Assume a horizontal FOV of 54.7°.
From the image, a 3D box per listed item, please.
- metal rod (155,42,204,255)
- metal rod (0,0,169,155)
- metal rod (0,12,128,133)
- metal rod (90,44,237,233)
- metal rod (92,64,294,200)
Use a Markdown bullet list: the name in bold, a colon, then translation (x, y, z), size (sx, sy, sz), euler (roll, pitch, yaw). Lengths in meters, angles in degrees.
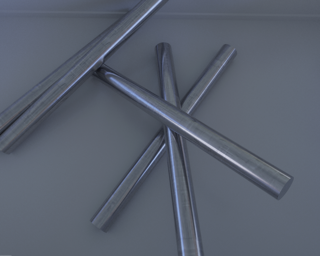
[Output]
- **metal rod**: translation (0.018, 0.009, 0.371), size (0.025, 0.025, 0.299), euler (-5, 57, -2)
- **metal rod**: translation (-0.098, -0.081, 0.409), size (0.300, 0.025, 0.025), euler (-45, 76, -4)
- **metal rod**: translation (-0.142, -0.068, 0.433), size (0.025, 0.025, 0.301), euler (43, 75, 14)
- **metal rod**: translation (0.014, 0.002, 0.408), size (0.025, 0.025, 0.300), euler (34, 73, 11)
- **metal rod**: translation (0.009, -0.016, 0.358), size (0.300, 0.025, 0.025), euler (34, 72, 34)
